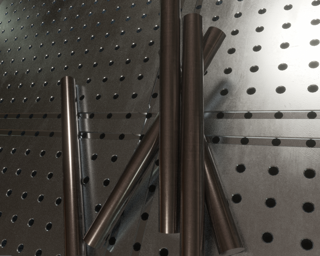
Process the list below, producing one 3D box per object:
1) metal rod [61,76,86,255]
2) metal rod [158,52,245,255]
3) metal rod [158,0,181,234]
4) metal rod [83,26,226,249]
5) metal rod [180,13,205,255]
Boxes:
[{"bbox_3d":[-0.130,0.036,0.451,0.025,0.025,0.299,-24,53,13],"label":"metal rod"},{"bbox_3d":[0.040,0.001,0.385,0.025,0.025,0.299,-24,53,13],"label":"metal rod"},{"bbox_3d":[0.012,-0.036,0.358,0.025,0.025,0.298,-4,79,26],"label":"metal rod"},{"bbox_3d":[-0.004,0.008,0.379,0.025,0.025,0.299,27,84,37],"label":"metal rod"},{"bbox_3d":[0.035,0.011,0.337,0.025,0.025,0.299,-6,73,25],"label":"metal rod"}]
